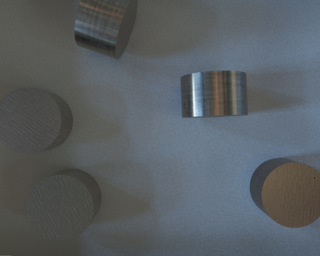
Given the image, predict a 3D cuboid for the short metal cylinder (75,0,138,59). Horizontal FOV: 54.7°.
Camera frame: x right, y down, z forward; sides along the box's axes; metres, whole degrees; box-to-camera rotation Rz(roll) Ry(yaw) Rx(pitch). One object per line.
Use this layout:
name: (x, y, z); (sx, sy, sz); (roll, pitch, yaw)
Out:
short metal cylinder: (-0.065, -0.132, 0.383); (0.050, 0.080, 0.080); (19, 90, 0)

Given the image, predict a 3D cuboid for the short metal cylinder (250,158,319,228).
short metal cylinder: (0.163, 0.081, 0.400); (0.081, 0.050, 0.080); (0, 90, 0)

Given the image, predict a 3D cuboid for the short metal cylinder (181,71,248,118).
short metal cylinder: (0.067, -0.039, 0.384); (0.081, 0.080, 0.050); (-2, 90, 0)

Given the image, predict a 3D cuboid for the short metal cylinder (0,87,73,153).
short metal cylinder: (-0.159, -0.009, 0.398); (0.081, 0.050, 0.080); (0, 90, 0)

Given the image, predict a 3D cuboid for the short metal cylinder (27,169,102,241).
short metal cylinder: (-0.120, 0.096, 0.398); (0.081, 0.050, 0.080); (0, 90, 0)
